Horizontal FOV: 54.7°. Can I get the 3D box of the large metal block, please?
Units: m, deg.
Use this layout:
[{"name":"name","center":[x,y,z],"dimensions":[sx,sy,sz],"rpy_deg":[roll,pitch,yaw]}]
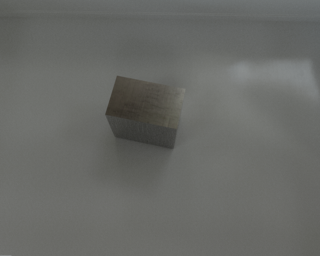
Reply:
[{"name":"large metal block","center":[-0.016,-0.016,0.384],"dimensions":[0.080,0.080,0.050],"rpy_deg":[12,71,4]}]
